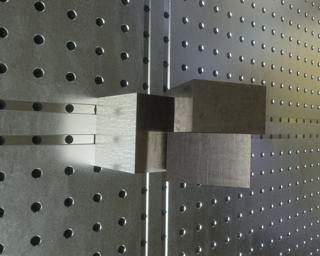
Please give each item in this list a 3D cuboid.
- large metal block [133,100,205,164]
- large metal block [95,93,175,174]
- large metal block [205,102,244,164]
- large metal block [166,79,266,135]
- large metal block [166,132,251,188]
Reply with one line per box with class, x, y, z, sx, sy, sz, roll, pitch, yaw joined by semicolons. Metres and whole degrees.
large metal block;0.012;0.005;0.403;0.081;0.050;0.080;3;88;-40
large metal block;-0.031;0.005;0.350;0.050;0.080;0.079;2;89;-40
large metal block;0.071;0.008;0.435;0.050;0.080;0.080;5;87;-40
large metal block;0.057;-0.019;0.340;0.081;0.080;0.050;2;88;-18
large metal block;0.057;0.031;0.336;0.080;0.080;0.050;8;84;-73
